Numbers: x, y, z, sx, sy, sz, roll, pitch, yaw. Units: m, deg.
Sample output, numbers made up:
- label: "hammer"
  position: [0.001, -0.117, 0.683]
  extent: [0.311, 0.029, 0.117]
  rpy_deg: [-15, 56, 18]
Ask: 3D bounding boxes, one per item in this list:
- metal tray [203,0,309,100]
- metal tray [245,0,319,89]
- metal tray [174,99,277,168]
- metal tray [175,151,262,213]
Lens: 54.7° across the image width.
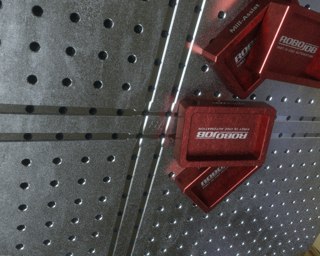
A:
- label: "metal tray"
  position: [0.130, -0.112, 0.411]
  extent: [0.130, 0.030, 0.090]
  rpy_deg: [-45, 130, 3]
- label: "metal tray"
  position: [0.182, -0.105, 0.405]
  extent: [0.131, 0.030, 0.089]
  rpy_deg: [3, 117, -31]
- label: "metal tray"
  position: [0.090, 0.008, 0.436]
  extent: [0.131, 0.030, 0.089]
  rpy_deg: [0, 111, -13]
- label: "metal tray"
  position: [0.099, 0.072, 0.509]
  extent: [0.130, 0.030, 0.090]
  rpy_deg: [-41, 130, 0]
